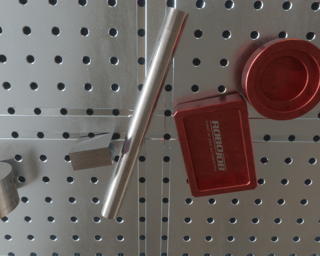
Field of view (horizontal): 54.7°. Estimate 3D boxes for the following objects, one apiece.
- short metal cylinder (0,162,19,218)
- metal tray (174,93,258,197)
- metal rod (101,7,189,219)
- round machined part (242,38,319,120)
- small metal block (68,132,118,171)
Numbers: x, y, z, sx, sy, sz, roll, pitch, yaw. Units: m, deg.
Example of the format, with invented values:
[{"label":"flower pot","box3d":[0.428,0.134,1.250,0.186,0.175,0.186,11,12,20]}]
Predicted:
[{"label":"short metal cylinder","box3d":[-0.236,0.085,0.412,0.081,0.080,0.050,-3,110,0]},{"label":"metal tray","box3d":[0.076,0.026,0.416,0.090,0.030,0.129,-10,110,9]},{"label":"metal rod","box3d":[-0.026,-0.005,0.411,0.025,0.025,0.298,18,109,-7]},{"label":"round machined part","box3d":[0.150,-0.062,0.384,0.099,0.042,0.097,0,110,-1]},{"label":"small metal block","box3d":[-0.087,0.030,0.410,0.050,0.050,0.025,-9,110,3]}]
